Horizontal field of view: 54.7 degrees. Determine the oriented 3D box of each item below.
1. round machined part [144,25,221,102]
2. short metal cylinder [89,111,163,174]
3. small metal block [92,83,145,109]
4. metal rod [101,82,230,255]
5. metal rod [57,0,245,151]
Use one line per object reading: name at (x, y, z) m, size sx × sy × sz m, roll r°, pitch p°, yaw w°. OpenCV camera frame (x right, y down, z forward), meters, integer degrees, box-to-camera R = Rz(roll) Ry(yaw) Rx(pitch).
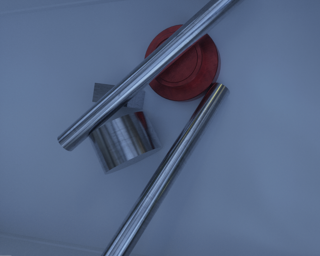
round machined part at (0.024, -0.083, 0.392) m, size 0.098 × 0.042 × 0.097 m, roll 0°, pitch 90°, yaw 19°
short metal cylinder at (-0.043, 0.019, 0.396) m, size 0.080 × 0.080 × 0.050 m, roll -28°, pitch 81°, yaw 17°
small metal block at (-0.054, -0.042, 0.415) m, size 0.050 × 0.050 × 0.025 m, roll 10°, pitch 93°, yaw 19°
metal rod at (-0.005, 0.071, 0.345) m, size 0.025 × 0.025 × 0.300 m, roll 29°, pitch 74°, yaw 17°
metal rod at (-0.005, -0.075, 0.362) m, size 0.300 × 0.025 × 0.025 m, roll -40°, pitch 78°, yaw 10°
